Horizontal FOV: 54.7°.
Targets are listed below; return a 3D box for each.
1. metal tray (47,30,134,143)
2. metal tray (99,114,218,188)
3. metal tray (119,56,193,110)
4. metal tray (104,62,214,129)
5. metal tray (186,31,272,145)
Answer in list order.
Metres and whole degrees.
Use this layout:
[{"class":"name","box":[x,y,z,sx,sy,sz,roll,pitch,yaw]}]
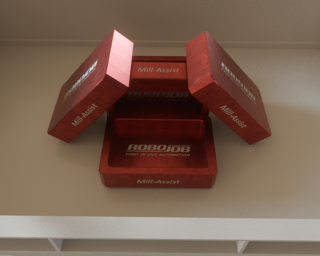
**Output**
[{"class":"metal tray","box":[-0.087,-0.049,0.384,0.030,0.130,0.090,31,41,-30]},{"class":"metal tray","box":[-0.002,0.026,0.376,0.131,0.030,0.090,1,50,-1]},{"class":"metal tray","box":[0.002,-0.066,0.455,0.131,0.030,0.090,0,50,-1]},{"class":"metal tray","box":[-0.002,-0.039,0.393,0.131,0.089,0.030,1,50,0]},{"class":"metal tray","box":[0.085,-0.047,0.383,0.030,0.130,0.090,-30,41,32]}]
